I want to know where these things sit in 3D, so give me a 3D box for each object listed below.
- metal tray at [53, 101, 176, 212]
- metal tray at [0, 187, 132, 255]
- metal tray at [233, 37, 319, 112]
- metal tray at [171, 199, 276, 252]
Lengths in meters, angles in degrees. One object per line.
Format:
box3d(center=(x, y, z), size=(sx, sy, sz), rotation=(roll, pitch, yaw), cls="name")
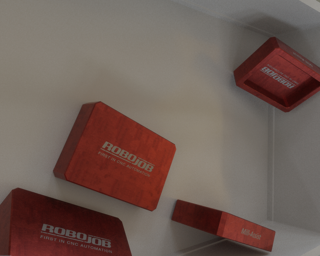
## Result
box3d(center=(-0.046, 0.037, 0.367), size=(0.131, 0.030, 0.090), rotation=(31, 71, -36), cls="metal tray")
box3d(center=(-0.086, 0.115, 0.294), size=(0.131, 0.090, 0.030), rotation=(30, 108, -36), cls="metal tray")
box3d(center=(0.201, -0.084, 0.516), size=(0.131, 0.090, 0.030), rotation=(23, 45, -25), cls="metal tray")
box3d(center=(0.092, 0.140, 0.444), size=(0.131, 0.090, 0.030), rotation=(29, 72, -37), cls="metal tray")
